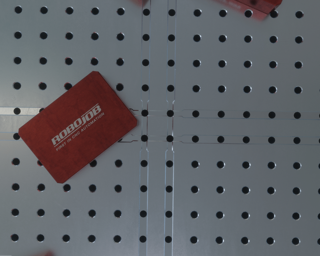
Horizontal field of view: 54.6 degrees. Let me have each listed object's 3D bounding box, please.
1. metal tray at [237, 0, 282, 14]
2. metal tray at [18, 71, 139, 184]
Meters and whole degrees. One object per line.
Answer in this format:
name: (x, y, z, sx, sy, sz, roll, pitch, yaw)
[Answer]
metal tray: (0.111, -0.222, 0.411, 0.130, 0.030, 0.090, 24, 90, 0)
metal tray: (-0.105, -0.001, 0.410, 0.130, 0.030, 0.090, -38, 90, 0)
